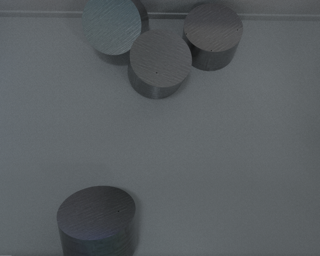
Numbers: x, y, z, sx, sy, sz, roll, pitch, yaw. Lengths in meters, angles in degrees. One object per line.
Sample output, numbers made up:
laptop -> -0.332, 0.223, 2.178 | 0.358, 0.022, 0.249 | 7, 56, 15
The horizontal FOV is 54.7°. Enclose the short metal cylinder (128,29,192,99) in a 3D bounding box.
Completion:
short metal cylinder -> -0.002, -0.085, 0.419 | 0.081, 0.050, 0.080 | 2, 78, -9

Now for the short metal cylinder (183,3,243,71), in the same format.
short metal cylinder -> 0.073, -0.129, 0.444 | 0.081, 0.050, 0.080 | 0, 70, 0

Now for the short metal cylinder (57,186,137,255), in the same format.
short metal cylinder -> -0.066, 0.108, 0.335 | 0.081, 0.050, 0.080 | 1, 28, 0

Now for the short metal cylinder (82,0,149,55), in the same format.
short metal cylinder -> -0.060, -0.145, 0.427 | 0.080, 0.050, 0.079 | 3, 113, 8
